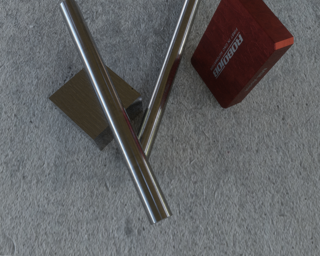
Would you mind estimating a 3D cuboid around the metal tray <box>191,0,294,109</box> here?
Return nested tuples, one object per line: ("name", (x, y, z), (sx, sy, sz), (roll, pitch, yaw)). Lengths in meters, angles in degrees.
("metal tray", (0.093, -0.094, 0.386), (0.030, 0.129, 0.090), (-23, 71, -25))

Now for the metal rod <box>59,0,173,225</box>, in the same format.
("metal rod", (-0.060, -0.033, 0.366), (0.025, 0.025, 0.299), (-23, 72, -8))

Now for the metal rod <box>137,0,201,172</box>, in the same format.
("metal rod", (0.013, -0.083, 0.438), (0.025, 0.025, 0.299), (16, 71, 5))

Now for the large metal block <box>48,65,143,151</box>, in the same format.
("large metal block", (-0.080, -0.031, 0.405), (0.080, 0.050, 0.080), (41, 75, 13))
